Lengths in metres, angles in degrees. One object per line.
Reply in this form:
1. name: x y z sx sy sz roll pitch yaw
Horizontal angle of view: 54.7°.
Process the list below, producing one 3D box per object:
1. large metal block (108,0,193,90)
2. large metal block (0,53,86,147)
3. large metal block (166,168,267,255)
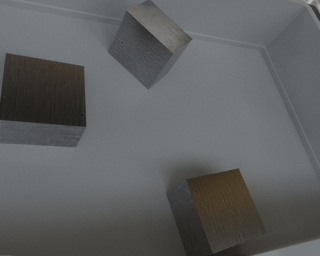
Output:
1. large metal block: -0.016 -0.115 0.434 0.080 0.080 0.050 43 51 1
2. large metal block: -0.128 -0.028 0.338 0.081 0.050 0.080 5 59 -26
3. large metal block: 0.065 0.100 0.365 0.081 0.050 0.080 -6 65 -31
